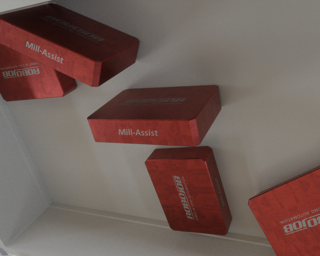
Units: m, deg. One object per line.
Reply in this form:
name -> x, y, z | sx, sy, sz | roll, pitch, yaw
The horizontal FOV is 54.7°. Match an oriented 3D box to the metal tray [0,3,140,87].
metal tray -> -0.101, -0.100, 0.356 | 0.130, 0.090, 0.030 | 26, 127, 11

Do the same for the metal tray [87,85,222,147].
metal tray -> -0.005, -0.017, 0.357 | 0.130, 0.090, 0.030 | 1, 119, 27

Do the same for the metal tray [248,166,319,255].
metal tray -> 0.177, 0.096, 0.348 | 0.129, 0.030, 0.090 | -39, 71, 39

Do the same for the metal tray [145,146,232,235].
metal tray -> 0.042, 0.090, 0.438 | 0.090, 0.030, 0.129 | -6, 116, 30

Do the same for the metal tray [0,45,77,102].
metal tray -> -0.192, -0.088, 0.450 | 0.130, 0.030, 0.089 | -1, 118, 28
